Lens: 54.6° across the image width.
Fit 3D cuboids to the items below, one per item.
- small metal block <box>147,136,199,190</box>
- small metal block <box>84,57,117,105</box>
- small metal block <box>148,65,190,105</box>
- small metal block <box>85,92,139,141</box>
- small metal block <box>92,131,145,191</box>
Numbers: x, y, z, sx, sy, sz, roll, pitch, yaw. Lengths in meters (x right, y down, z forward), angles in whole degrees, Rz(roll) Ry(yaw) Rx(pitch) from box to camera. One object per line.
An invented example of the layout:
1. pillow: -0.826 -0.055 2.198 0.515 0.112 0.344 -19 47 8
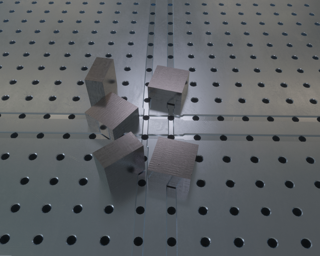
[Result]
1. small metal block: 0.016 0.042 0.373 0.050 0.025 0.050 12 51 9
2. small metal block: -0.083 -0.065 0.446 0.025 0.050 0.050 9 51 7
3. small metal block: 0.013 -0.065 0.462 0.050 0.025 0.050 12 51 10
4. small metal block: -0.064 -0.016 0.421 0.050 0.025 0.050 31 56 23
5. small metal block: -0.046 0.039 0.359 0.050 0.050 0.025 -30 56 -23
